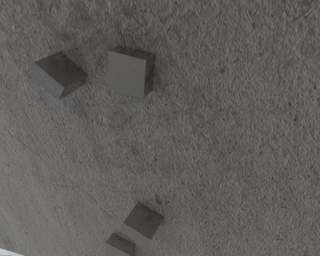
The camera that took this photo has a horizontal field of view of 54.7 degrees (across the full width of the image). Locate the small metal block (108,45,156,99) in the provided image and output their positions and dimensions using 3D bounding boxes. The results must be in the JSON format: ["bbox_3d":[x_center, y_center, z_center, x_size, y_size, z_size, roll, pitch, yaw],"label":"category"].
[{"bbox_3d":[-0.035,-0.070,0.382,0.050,0.025,0.050,18,126,17],"label":"small metal block"}]

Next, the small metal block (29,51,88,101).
[{"bbox_3d":[-0.136,-0.071,0.418,0.050,0.050,0.025,40,129,1],"label":"small metal block"}]

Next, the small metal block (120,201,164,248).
[{"bbox_3d":[-0.029,0.156,0.502,0.050,0.050,0.025,30,128,9],"label":"small metal block"}]

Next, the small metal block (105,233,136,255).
[{"bbox_3d":[-0.077,0.236,0.594,0.050,0.025,0.050,22,127,15],"label":"small metal block"}]
